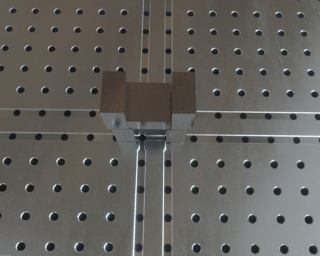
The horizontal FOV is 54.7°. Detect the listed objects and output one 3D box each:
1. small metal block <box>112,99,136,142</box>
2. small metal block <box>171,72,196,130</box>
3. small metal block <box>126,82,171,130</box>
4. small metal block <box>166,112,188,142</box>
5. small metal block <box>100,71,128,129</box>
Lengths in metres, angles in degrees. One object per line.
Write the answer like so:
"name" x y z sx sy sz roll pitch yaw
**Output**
"small metal block" -0.045 -0.013 0.402 0.025 0.050 0.050 1 70 0
"small metal block" 0.026 -0.030 0.355 0.025 0.050 0.050 1 70 0
"small metal block" -0.013 -0.026 0.369 0.050 0.025 0.050 1 70 0
"small metal block" 0.020 -0.013 0.403 0.025 0.050 0.050 -1 70 -1
"small metal block" -0.050 -0.030 0.355 0.025 0.050 0.050 1 70 0
